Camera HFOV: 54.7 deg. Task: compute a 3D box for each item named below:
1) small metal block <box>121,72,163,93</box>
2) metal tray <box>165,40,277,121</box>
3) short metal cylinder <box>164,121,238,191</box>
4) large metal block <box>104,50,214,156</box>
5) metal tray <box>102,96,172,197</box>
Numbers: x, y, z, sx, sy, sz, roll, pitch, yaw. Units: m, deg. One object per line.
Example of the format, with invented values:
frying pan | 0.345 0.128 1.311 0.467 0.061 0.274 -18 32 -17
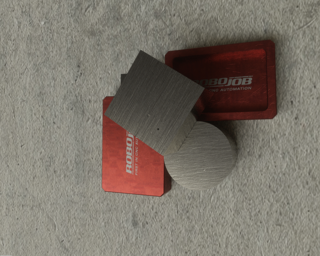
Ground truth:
small metal block | -0.017 -0.055 0.403 0.050 0.050 0.025 1 91 20
metal tray | 0.073 -0.054 0.381 0.130 0.030 0.089 -2 89 19
short metal cylinder | 0.051 0.032 0.378 0.080 0.050 0.080 0 90 20
large metal block | 0.000 -0.027 0.342 0.080 0.050 0.080 34 101 16
metal tray | -0.031 0.022 0.419 0.090 0.030 0.129 1 90 20
